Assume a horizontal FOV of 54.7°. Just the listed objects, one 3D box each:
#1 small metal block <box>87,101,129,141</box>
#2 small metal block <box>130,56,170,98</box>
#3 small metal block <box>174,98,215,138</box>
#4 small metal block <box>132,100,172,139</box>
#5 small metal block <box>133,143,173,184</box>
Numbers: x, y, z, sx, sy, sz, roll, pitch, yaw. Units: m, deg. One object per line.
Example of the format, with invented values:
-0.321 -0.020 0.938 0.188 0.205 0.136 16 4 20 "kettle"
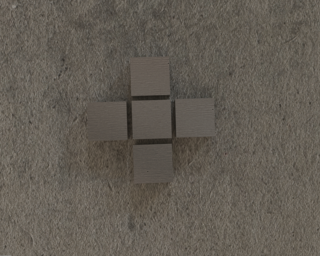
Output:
-0.068 -0.009 0.410 0.050 0.025 0.050 -2 90 -1 "small metal block"
-0.013 -0.067 0.411 0.050 0.025 0.050 -2 90 -1 "small metal block"
0.045 -0.013 0.412 0.050 0.025 0.050 -2 90 -1 "small metal block"
-0.011 -0.011 0.411 0.050 0.025 0.050 -2 90 -1 "small metal block"
-0.009 0.046 0.411 0.050 0.025 0.050 -2 90 -1 "small metal block"
